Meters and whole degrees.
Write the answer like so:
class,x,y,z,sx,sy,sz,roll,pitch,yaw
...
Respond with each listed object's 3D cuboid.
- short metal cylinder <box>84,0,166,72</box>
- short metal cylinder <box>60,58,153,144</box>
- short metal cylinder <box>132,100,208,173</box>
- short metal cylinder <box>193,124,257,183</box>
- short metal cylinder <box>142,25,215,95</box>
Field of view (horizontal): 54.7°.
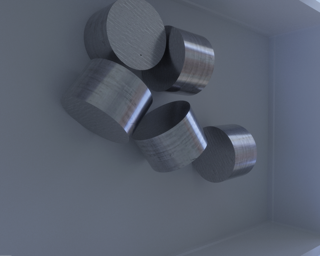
class,x,y,z,sx,sy,sz,roll,pitch,yaw
short metal cylinder,-0.040,-0.104,0.358,0.081,0.050,0.079,0,90,-40
short metal cylinder,-0.055,-0.027,0.326,0.080,0.080,0.050,44,63,-31
short metal cylinder,0.012,0.009,0.383,0.080,0.080,0.050,-45,118,-31
short metal cylinder,0.092,0.035,0.450,0.050,0.080,0.079,-5,94,-40
short metal cylinder,0.021,-0.083,0.390,0.050,0.080,0.079,3,89,-40
